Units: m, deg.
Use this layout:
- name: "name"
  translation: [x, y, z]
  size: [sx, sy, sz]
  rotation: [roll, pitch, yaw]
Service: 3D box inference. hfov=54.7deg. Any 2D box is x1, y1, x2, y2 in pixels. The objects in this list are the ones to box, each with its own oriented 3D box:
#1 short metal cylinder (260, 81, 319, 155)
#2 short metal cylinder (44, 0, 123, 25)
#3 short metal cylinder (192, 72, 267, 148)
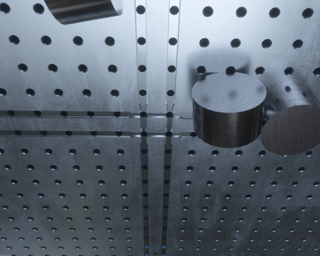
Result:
- name: "short metal cylinder"
  translation: [0.161, -0.012, 0.387]
  size: [0.081, 0.050, 0.079]
  rotation: [0, 130, 0]
- name: "short metal cylinder"
  translation: [-0.066, -0.133, 0.262]
  size: [0.050, 0.080, 0.080]
  rotation: [-8, 130, 6]
- name: "short metal cylinder"
  translation: [0.078, -0.023, 0.357]
  size: [0.080, 0.080, 0.050]
  rotation: [-5, 130, 4]
